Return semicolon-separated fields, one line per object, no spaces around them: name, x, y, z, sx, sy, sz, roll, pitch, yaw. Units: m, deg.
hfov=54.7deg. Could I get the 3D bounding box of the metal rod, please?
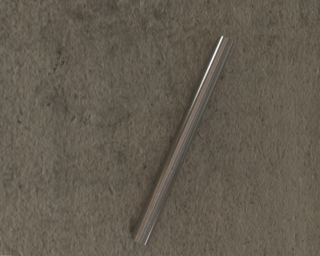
metal rod;0.033;0.011;0.422;0.025;0.025;0.299;27;81;-19
